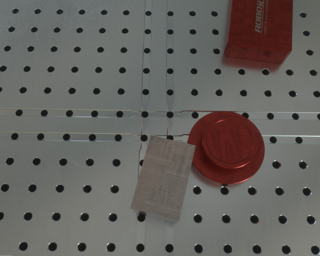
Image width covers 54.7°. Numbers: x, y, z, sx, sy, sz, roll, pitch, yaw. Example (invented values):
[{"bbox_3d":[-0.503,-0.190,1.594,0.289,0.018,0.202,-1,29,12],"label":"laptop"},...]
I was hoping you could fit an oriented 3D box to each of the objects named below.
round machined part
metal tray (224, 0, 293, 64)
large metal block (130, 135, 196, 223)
[{"bbox_3d":[0.085,0.023,0.395,0.099,0.042,0.098,0,70,0],"label":"round machined part"},{"bbox_3d":[0.151,-0.166,0.471,0.090,0.030,0.130,9,70,3],"label":"metal tray"},{"bbox_3d":[0.005,0.063,0.359,0.050,0.080,0.080,13,71,5],"label":"large metal block"}]
